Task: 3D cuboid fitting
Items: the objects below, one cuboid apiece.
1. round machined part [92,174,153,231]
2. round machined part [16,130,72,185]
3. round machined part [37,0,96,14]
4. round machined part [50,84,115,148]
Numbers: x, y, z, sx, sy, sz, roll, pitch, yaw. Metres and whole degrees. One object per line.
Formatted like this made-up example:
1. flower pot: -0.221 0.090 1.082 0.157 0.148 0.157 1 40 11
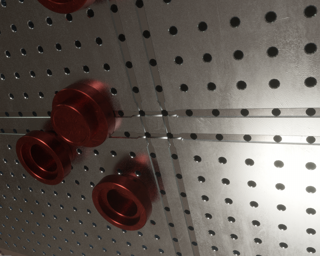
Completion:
1. round machined part: -0.056 0.114 0.499 0.098 0.042 0.097 13 124 20
2. round machined part: -0.190 0.046 0.526 0.098 0.042 0.097 13 124 20
3. round machined part: -0.103 -0.181 0.341 0.098 0.042 0.097 13 124 20
4. round machined part: -0.119 -0.012 0.453 0.098 0.042 0.097 13 124 20
